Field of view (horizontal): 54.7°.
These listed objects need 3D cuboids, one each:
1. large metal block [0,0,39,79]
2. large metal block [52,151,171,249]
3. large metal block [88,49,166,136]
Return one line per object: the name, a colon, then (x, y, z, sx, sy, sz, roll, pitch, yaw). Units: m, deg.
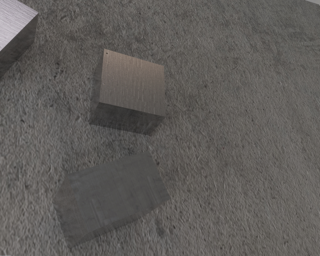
large metal block: (-0.198, -0.112, 0.349, 0.080, 0.050, 0.080, 28, 52, -10)
large metal block: (-0.050, 0.070, 0.299, 0.081, 0.080, 0.050, -14, 69, -34)
large metal block: (-0.041, -0.043, 0.392, 0.081, 0.050, 0.080, 12, 57, -22)
